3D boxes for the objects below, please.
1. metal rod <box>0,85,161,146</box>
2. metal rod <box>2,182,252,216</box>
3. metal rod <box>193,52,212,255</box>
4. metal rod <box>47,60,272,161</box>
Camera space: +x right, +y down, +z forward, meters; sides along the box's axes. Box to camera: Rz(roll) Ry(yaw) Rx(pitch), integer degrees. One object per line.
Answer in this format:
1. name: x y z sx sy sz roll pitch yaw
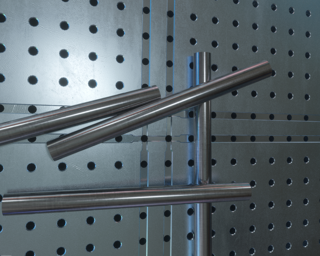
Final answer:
1. metal rod: -0.140 -0.004 0.360 0.302 0.025 0.025 -17 96 -19
2. metal rod: -0.028 0.086 0.385 0.302 0.025 0.025 0 90 -14
3. metal rod: 0.060 0.046 0.434 0.025 0.025 0.298 0 90 -20
4. metal rod: 0.009 -0.027 0.396 0.302 0.025 0.025 -22 98 -12
